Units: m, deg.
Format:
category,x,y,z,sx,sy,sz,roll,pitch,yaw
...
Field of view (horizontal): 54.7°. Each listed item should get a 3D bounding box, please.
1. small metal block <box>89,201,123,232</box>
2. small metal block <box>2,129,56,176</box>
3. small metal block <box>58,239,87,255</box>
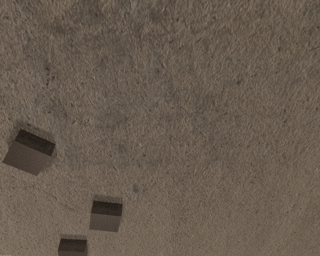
category,x,y,z,sx,sy,sz,roll,pitch,yaw
small metal block,-0.094,0.154,0.537,0.050,0.025,0.050,9,130,-8
small metal block,-0.184,0.035,0.435,0.050,0.025,0.050,29,124,-23
small metal block,-0.172,0.245,0.614,0.050,0.025,0.050,5,130,-5
